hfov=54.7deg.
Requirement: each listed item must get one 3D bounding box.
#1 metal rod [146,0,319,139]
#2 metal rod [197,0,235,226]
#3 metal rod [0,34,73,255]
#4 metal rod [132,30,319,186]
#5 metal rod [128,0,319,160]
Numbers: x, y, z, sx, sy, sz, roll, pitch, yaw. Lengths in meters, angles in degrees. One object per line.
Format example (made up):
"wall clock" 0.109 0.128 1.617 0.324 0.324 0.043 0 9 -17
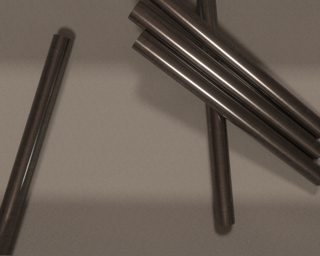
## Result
"metal rod" 0.097 -0.084 0.391 0.301 0.025 0.025 37 90 -9
"metal rod" 0.074 -0.022 0.412 0.025 0.025 0.298 -5 90 -1
"metal rod" -0.171 0.024 0.409 0.025 0.025 0.298 17 90 -1
"metal rod" 0.095 -0.019 0.390 0.301 0.025 0.025 35 90 -10
"metal rod" 0.091 -0.054 0.390 0.301 0.025 0.025 35 90 -10
